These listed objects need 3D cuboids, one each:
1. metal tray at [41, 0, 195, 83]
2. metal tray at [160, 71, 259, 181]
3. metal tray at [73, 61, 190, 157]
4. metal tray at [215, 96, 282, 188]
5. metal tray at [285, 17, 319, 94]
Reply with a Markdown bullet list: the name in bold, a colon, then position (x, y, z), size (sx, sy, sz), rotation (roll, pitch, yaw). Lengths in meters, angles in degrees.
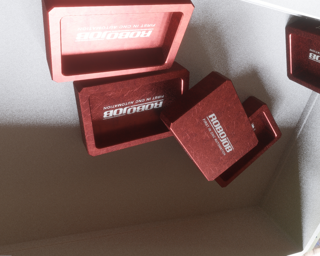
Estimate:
- **metal tray**: position (-0.041, -0.091, 0.300), size (0.131, 0.030, 0.089), rotation (-11, 151, -23)
- **metal tray**: position (0.069, 0.002, 0.405), size (0.090, 0.030, 0.130), rotation (-39, 130, -2)
- **metal tray**: position (-0.030, -0.024, 0.373), size (0.131, 0.030, 0.089), rotation (-14, 124, -21)
- **metal tray**: position (0.121, 0.024, 0.486), size (0.130, 0.030, 0.090), rotation (-42, 130, 1)
- **metal tray**: position (0.226, -0.087, 0.410), size (0.030, 0.130, 0.090), rotation (-29, 128, -10)
